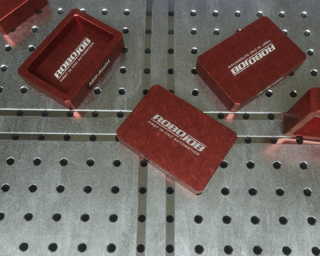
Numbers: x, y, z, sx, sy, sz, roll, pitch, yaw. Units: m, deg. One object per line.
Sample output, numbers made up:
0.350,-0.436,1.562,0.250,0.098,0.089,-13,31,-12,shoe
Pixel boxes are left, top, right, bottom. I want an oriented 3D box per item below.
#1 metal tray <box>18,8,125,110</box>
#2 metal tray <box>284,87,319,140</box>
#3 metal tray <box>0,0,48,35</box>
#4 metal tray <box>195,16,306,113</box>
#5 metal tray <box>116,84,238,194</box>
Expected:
-0.123,-0.101,0.445,0.090,0.030,0.130,31,73,10,metal tray
0.233,-0.010,0.382,0.131,0.090,0.030,7,70,2,metal tray
-0.255,-0.217,0.487,0.130,0.030,0.090,41,75,13,metal tray
0.128,-0.093,0.444,0.131,0.030,0.090,-34,74,-12,metal tray
0.021,0.013,0.405,0.130,0.030,0.090,33,73,11,metal tray
